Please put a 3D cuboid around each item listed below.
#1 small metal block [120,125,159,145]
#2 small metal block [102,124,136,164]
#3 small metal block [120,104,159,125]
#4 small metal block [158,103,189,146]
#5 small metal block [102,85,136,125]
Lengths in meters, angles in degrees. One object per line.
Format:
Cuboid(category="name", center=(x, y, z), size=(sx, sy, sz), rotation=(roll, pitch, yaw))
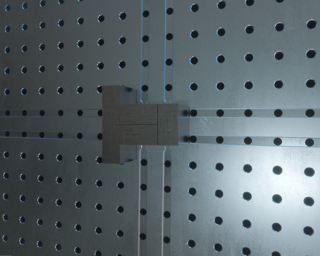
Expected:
Cuboid(category="small metal block", center=(-0.018, 0.008, 0.404), size=(0.050, 0.050, 0.025), rotation=(0, 90, 19))
Cuboid(category="small metal block", center=(-0.054, 0.020, 0.416), size=(0.025, 0.050, 0.050), rotation=(0, 90, 20))
Cuboid(category="small metal block", center=(-0.018, -0.017, 0.404), size=(0.050, 0.050, 0.025), rotation=(0, 90, 19))
Cuboid(category="small metal block", center=(0.018, -0.004, 0.391), size=(0.025, 0.050, 0.050), rotation=(0, 90, 20))
Cuboid(category="small metal block", center=(-0.054, -0.029, 0.416), size=(0.025, 0.050, 0.050), rotation=(0, 90, 20))
